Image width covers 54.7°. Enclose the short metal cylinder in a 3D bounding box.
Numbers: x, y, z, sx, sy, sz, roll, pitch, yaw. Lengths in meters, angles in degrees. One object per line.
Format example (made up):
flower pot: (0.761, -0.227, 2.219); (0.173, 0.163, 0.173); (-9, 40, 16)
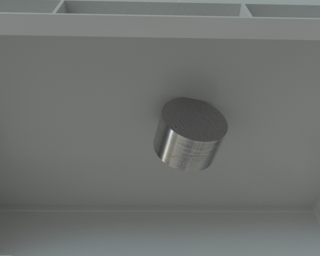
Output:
short metal cylinder: (0.036, 0.007, 0.380); (0.081, 0.080, 0.050); (9, 130, -8)
